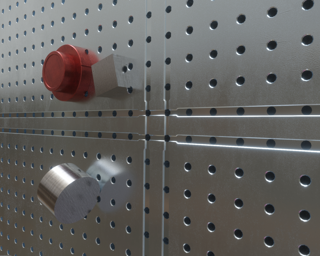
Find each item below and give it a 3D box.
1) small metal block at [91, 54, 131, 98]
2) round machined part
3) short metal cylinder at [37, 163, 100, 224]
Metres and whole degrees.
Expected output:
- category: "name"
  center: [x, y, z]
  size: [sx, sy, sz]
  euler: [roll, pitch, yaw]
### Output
- category: "small metal block"
  center: [-0.075, -0.078, 0.469]
  size: [0.050, 0.025, 0.050]
  euler: [-17, 79, 38]
- category: "round machined part"
  center: [-0.165, -0.095, 0.531]
  size: [0.098, 0.042, 0.097]
  euler: [0, 90, 39]
- category: "short metal cylinder"
  center: [-0.143, 0.102, 0.488]
  size: [0.050, 0.081, 0.079]
  euler: [26, 106, 36]
